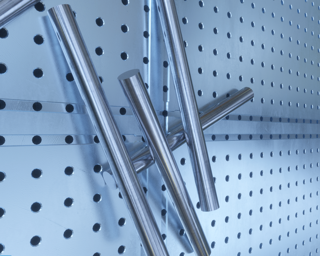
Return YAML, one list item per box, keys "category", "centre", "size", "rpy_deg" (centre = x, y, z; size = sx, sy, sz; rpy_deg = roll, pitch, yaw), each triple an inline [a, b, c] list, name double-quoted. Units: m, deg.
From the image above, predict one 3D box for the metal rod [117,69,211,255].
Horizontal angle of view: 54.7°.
- category: "metal rod"
  centre: [0.016, 0.065, 0.397]
  size: [0.025, 0.025, 0.299]
  rpy_deg: [-42, 124, -32]

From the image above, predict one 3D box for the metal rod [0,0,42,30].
- category: "metal rod"
  centre: [-0.134, -0.126, 0.297]
  size: [0.301, 0.025, 0.025]
  rpy_deg: [-52, 121, -27]

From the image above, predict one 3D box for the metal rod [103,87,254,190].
- category: "metal rod"
  centre: [0.047, 0.001, 0.450]
  size: [0.302, 0.025, 0.025]
  rpy_deg: [-30, 109, -36]

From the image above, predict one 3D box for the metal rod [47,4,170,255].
- category: "metal rod"
  centre: [-0.053, 0.015, 0.340]
  size: [0.025, 0.025, 0.298]
  rpy_deg: [-26, 99, -37]

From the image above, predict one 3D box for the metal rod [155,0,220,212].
- category: "metal rod"
  centre: [0.036, -0.037, 0.415]
  size: [0.025, 0.025, 0.298]
  rpy_deg: [-13, 90, -40]
